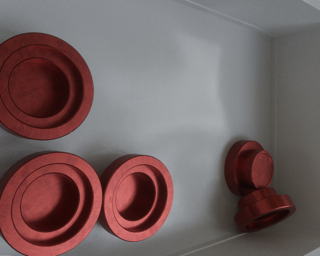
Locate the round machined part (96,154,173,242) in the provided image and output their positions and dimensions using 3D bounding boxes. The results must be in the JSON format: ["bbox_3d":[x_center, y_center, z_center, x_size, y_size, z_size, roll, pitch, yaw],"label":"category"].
[{"bbox_3d":[-0.034,0.079,0.367,0.099,0.042,0.097,0,90,-40],"label":"round machined part"}]

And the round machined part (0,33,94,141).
[{"bbox_3d":[-0.118,-0.037,0.297,0.099,0.042,0.097,0,90,-40],"label":"round machined part"}]

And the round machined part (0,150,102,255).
[{"bbox_3d":[-0.110,0.071,0.303,0.099,0.042,0.097,0,90,-40],"label":"round machined part"}]

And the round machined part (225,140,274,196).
[{"bbox_3d":[0.157,0.070,0.527,0.099,0.042,0.097,0,90,-40],"label":"round machined part"}]

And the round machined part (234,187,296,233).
[{"bbox_3d":[0.169,0.133,0.513,0.099,0.098,0.042,16,42,-39],"label":"round machined part"}]
